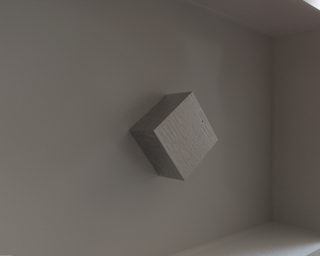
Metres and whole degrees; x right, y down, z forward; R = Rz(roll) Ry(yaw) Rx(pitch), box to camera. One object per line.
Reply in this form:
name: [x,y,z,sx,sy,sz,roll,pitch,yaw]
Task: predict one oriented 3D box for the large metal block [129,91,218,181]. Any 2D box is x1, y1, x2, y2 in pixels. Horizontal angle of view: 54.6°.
large metal block: [0.020,0.009,0.406,0.080,0.050,0.080,-46,117,-30]
